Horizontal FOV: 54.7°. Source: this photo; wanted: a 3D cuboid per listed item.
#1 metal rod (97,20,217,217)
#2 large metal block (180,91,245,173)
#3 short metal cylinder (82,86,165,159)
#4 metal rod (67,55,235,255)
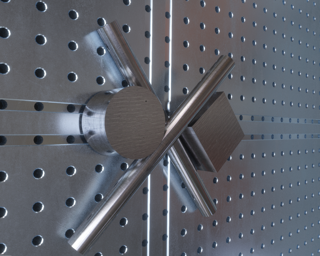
[{"bbox_3d":[0.007,0.003,0.409,0.025,0.025,0.299,-43,116,-31],"label":"metal rod"},{"bbox_3d":[0.067,0.005,0.443,0.080,0.050,0.080,-46,118,-30],"label":"large metal block"},{"bbox_3d":[-0.041,-0.006,0.354,0.081,0.050,0.079,0,90,-40],"label":"short metal cylinder"},{"bbox_3d":[0.002,0.019,0.379,0.301,0.025,0.025,-50,120,-18],"label":"metal rod"}]
